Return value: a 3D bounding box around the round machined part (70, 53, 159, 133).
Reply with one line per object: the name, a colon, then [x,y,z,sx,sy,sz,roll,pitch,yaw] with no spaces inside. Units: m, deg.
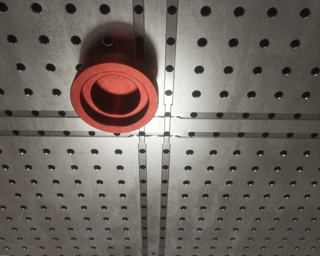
round machined part: [-0.051,-0.044,0.363,0.099,0.042,0.097,-1,130,0]
